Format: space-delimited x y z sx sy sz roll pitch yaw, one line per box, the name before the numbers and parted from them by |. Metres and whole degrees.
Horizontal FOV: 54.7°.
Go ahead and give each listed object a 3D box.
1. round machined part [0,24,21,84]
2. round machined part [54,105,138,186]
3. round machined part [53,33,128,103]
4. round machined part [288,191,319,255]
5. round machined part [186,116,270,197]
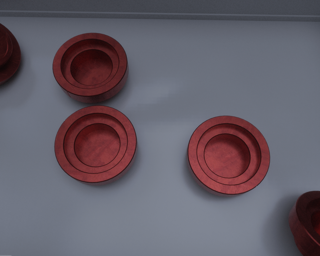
round machined part | -0.237 -0.105 0.411 0.099 0.042 0.098 10 73 -34
round machined part | -0.077 0.024 0.391 0.099 0.042 0.098 0 70 -1
round machined part | -0.092 -0.079 0.428 0.099 0.042 0.098 0 70 -1
round machined part | 0.191 0.120 0.343 0.099 0.042 0.098 9 35 -6
round machined part | 0.082 0.037 0.388 0.099 0.042 0.098 0 70 -1
